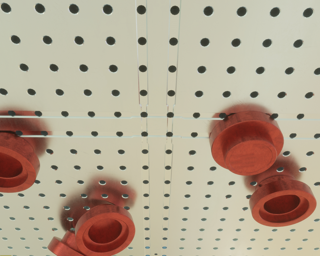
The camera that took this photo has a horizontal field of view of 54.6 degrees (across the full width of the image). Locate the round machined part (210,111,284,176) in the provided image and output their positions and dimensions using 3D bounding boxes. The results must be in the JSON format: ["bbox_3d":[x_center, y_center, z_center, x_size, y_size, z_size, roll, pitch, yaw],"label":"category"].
[{"bbox_3d":[0.120,0.028,0.425,0.099,0.042,0.097,0,130,0],"label":"round machined part"}]

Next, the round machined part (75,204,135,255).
[{"bbox_3d":[-0.095,0.170,0.530,0.099,0.042,0.097,-8,118,-15],"label":"round machined part"}]

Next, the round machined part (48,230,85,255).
[{"bbox_3d":[-0.150,0.221,0.567,0.098,0.042,0.098,25,158,11],"label":"round machined part"}]

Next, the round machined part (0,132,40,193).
[{"bbox_3d":[-0.219,0.044,0.436,0.099,0.042,0.097,0,130,0],"label":"round machined part"}]

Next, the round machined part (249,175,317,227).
[{"bbox_3d":[0.193,0.114,0.499,0.099,0.042,0.097,0,130,0],"label":"round machined part"}]
